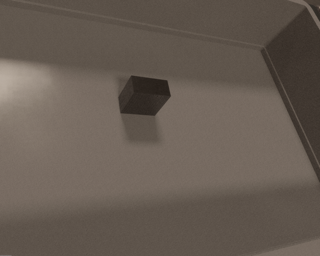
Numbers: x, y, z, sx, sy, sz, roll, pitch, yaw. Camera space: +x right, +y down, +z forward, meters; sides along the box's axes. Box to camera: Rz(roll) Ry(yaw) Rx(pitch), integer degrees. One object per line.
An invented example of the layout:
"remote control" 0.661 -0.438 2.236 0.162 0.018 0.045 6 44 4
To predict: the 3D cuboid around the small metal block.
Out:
"small metal block" -0.021 -0.041 0.404 0.050 0.050 0.025 3 61 -27
